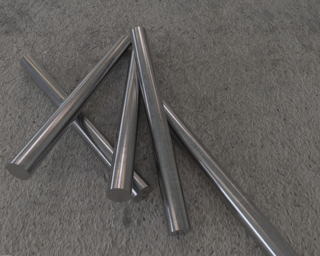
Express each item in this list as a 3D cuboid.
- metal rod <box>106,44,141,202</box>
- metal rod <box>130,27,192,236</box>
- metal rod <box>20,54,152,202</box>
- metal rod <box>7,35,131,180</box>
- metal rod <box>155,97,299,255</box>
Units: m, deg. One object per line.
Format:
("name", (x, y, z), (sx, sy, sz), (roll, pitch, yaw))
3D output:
("metal rod", (-0.038, -0.037, 0.414), (0.025, 0.025, 0.300), (1, 44, 1))
("metal rod", (-0.006, -0.019, 0.392), (0.025, 0.025, 0.299), (-8, 58, -7))
("metal rod", (-0.114, -0.016, 0.415), (0.025, 0.025, 0.300), (-32, 57, -24))
("metal rod", (-0.100, -0.051, 0.417), (0.025, 0.025, 0.301), (13, 43, 10))
("metal rod", (0.060, 0.048, 0.362), (0.025, 0.025, 0.300), (-25, 54, -19))
